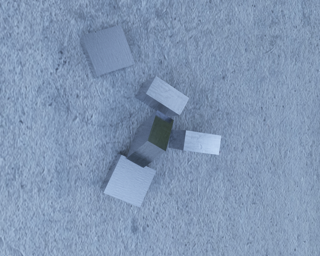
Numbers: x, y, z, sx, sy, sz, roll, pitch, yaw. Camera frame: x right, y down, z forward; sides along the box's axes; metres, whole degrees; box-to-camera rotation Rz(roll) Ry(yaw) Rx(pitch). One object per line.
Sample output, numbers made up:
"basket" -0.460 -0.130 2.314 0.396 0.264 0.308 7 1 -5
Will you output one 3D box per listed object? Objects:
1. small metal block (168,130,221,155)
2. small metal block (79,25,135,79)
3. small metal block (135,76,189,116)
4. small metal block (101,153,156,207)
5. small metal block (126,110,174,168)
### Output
"small metal block" 0.045 0.019 0.412 0.050 0.050 0.025 9 87 -20
"small metal block" -0.066 -0.094 0.385 0.050 0.025 0.050 -22 98 -19
"small metal block" 0.001 -0.039 0.396 0.050 0.050 0.025 32 80 -18
"small metal block" -0.040 0.066 0.394 0.050 0.025 0.050 27 81 -18
"small metal block" -0.012 0.014 0.381 0.025 0.050 0.050 32 47 -17
